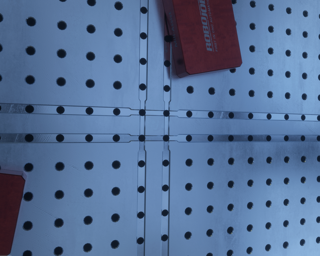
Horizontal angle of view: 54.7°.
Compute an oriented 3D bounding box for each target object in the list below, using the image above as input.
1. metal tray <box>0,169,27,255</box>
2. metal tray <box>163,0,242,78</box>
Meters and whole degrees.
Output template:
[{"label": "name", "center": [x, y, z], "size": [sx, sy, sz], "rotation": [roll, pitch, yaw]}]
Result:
[{"label": "metal tray", "center": [-0.220, 0.085, 0.329], "size": [0.131, 0.030, 0.090], "rotation": [11, 86, -20]}, {"label": "metal tray", "center": [0.059, -0.142, 0.433], "size": [0.091, 0.030, 0.129], "rotation": [-13, 95, -20]}]
